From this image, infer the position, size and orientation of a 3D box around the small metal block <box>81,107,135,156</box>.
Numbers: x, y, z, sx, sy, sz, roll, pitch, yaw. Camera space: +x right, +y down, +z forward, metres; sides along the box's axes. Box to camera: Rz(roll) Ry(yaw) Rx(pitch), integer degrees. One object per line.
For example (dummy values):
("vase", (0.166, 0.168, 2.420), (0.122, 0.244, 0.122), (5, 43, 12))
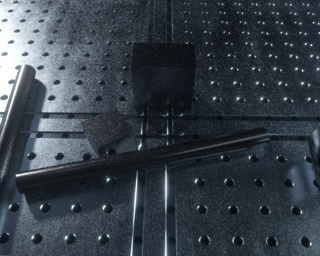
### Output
("small metal block", (-0.067, 0.007, 0.402), (0.050, 0.025, 0.050), (-26, 55, -20))

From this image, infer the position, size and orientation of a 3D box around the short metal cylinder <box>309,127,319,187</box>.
("short metal cylinder", (0.214, 0.032, 0.346), (0.080, 0.080, 0.050), (6, 51, 5))

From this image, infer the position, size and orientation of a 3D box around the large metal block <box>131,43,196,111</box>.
("large metal block", (0.005, -0.069, 0.430), (0.080, 0.080, 0.050), (1, 50, 1))

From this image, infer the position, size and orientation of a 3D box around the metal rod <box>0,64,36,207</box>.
("metal rod", (-0.193, 0.026, 0.384), (0.025, 0.025, 0.300), (-4, 50, -3))

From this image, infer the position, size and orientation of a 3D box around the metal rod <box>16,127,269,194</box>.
("metal rod", (-0.013, 0.037, 0.376), (0.302, 0.025, 0.025), (-10, 51, -9))
